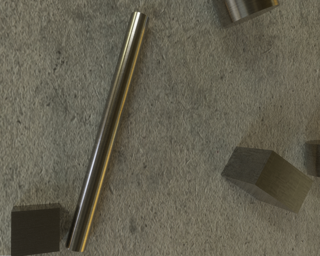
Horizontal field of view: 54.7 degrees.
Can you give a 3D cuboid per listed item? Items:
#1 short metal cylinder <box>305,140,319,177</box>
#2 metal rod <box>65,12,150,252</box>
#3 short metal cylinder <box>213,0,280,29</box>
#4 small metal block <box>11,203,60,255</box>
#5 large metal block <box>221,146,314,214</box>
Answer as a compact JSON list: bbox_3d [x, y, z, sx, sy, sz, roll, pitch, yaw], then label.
[{"bbox_3d":[0.272,0.046,0.483,0.081,0.080,0.050,-5,92,-20],"label":"short metal cylinder"},{"bbox_3d":[-0.063,0.000,0.386,0.025,0.025,0.299,17,84,-20],"label":"metal rod"},{"bbox_3d":[0.115,-0.175,0.424,0.081,0.080,0.050,-24,98,-19],"label":"short metal cylinder"},{"bbox_3d":[-0.143,0.116,0.357,0.050,0.025,0.050,0,90,-21],"label":"small metal block"},{"bbox_3d":[0.148,0.070,0.436,0.080,0.080,0.050,34,79,-17],"label":"large metal block"}]
